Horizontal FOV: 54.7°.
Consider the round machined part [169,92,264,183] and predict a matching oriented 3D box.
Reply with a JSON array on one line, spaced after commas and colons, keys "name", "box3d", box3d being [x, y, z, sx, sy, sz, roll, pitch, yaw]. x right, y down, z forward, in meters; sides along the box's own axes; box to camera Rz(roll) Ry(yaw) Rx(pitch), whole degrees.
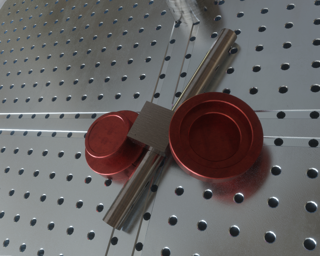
[{"name": "round machined part", "box3d": [0.060, 0.013, 0.344, 0.099, 0.042, 0.098, -1, 69, 2]}]

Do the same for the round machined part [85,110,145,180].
[{"name": "round machined part", "box3d": [-0.061, 0.017, 0.419, 0.098, 0.042, 0.098, -13, 56, 21]}]

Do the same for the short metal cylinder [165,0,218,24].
[{"name": "short metal cylinder", "box3d": [0.048, -0.215, 0.499, 0.080, 0.050, 0.080, -13, 56, 21]}]

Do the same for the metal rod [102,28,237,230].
[{"name": "metal rod", "box3d": [0.020, -0.008, 0.402, 0.025, 0.025, 0.300, 22, 73, 36]}]

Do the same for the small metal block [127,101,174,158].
[{"name": "small metal block", "box3d": [-0.004, 0.001, 0.375, 0.050, 0.025, 0.050, 23, 74, 19]}]
